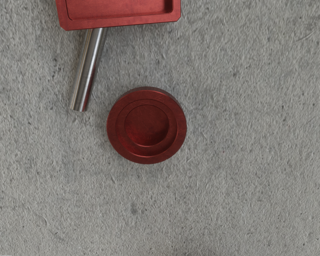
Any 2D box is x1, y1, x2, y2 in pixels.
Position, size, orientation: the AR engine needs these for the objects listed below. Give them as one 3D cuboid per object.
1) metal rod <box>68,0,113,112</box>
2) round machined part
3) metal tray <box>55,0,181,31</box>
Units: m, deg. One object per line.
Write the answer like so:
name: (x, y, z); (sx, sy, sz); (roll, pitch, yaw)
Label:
metal rod: (-0.059, -0.159, 0.350); (0.025, 0.025, 0.298); (17, 109, -7)
round machined part: (-0.016, -0.006, 0.398); (0.099, 0.042, 0.097); (0, 110, -1)
metal tray: (-0.045, -0.155, 0.324); (0.131, 0.030, 0.089); (-10, 118, -15)
